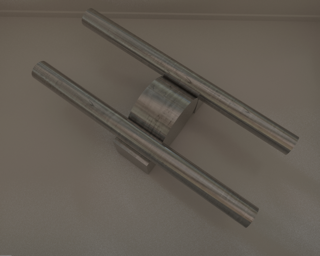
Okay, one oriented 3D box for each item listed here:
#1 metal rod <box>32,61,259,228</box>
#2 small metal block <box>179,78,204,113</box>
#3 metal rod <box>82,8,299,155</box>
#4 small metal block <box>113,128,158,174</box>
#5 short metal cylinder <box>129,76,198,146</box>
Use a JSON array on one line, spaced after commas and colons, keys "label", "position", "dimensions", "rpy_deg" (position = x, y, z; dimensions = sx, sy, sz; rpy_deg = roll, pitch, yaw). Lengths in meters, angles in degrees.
[{"label": "metal rod", "position": [-0.026, 0.011, 0.352], "dimensions": [0.300, 0.025, 0.025], "rpy_deg": [34, 73, 11]}, {"label": "small metal block", "position": [0.035, -0.052, 0.414], "dimensions": [0.050, 0.050, 0.025], "rpy_deg": [35, 74, 11]}, {"label": "metal rod", "position": [0.028, -0.063, 0.378], "dimensions": [0.300, 0.025, 0.025], "rpy_deg": [34, 73, 11]}, {"label": "small metal block", "position": [-0.028, 0.028, 0.384], "dimensions": [0.050, 0.050, 0.025], "rpy_deg": [35, 74, 11]}, {"label": "short metal cylinder", "position": [0.004, -0.017, 0.385], "dimensions": [0.050, 0.080, 0.080], "rpy_deg": [35, 74, 11]}]
